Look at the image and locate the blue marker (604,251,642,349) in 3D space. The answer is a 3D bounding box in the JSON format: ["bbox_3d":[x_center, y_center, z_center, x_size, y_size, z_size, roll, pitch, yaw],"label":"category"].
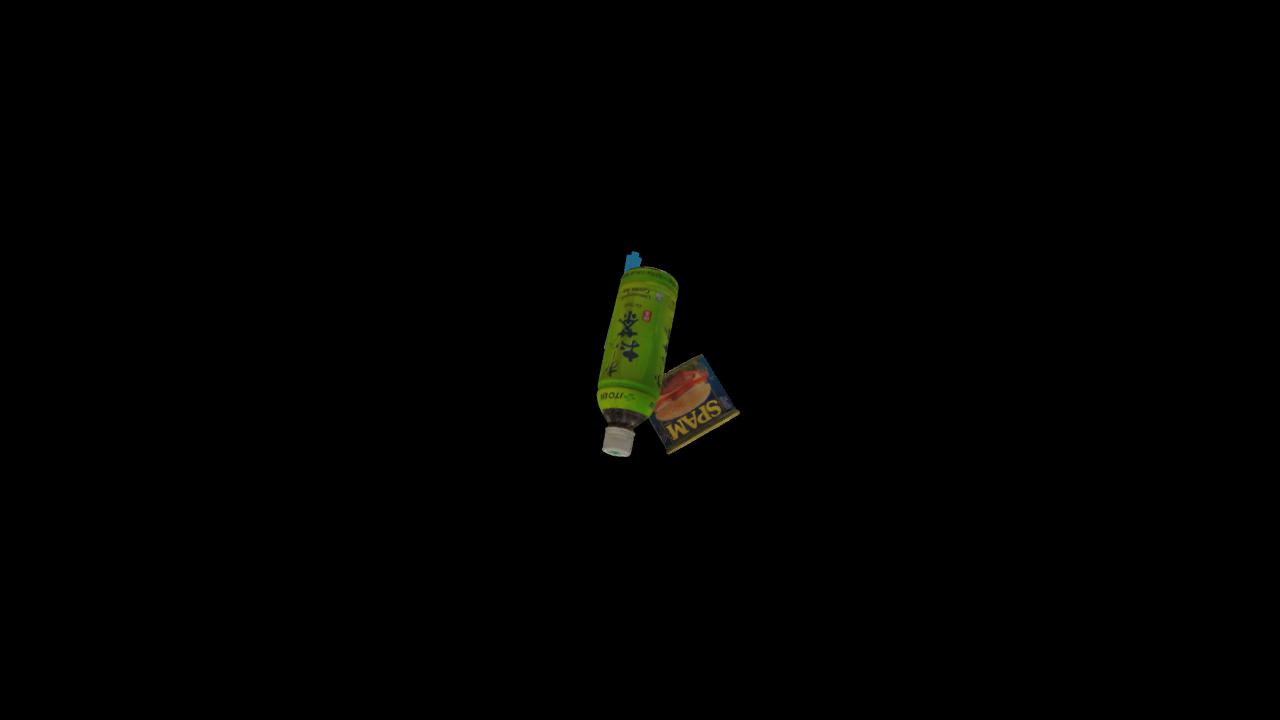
[{"bbox_3d":[-0.020,-0.070,0.728,0.020,0.121,0.020,14,-3,1],"label":"blue marker"}]

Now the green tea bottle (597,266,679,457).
[{"bbox_3d":[-0.006,0.002,0.683,0.073,0.212,0.073,9,-20,3],"label":"green tea bottle"}]

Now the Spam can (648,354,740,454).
[{"bbox_3d":[0.057,0.054,0.751,0.101,0.085,0.058,-30,-12,-2],"label":"Spam can"}]
